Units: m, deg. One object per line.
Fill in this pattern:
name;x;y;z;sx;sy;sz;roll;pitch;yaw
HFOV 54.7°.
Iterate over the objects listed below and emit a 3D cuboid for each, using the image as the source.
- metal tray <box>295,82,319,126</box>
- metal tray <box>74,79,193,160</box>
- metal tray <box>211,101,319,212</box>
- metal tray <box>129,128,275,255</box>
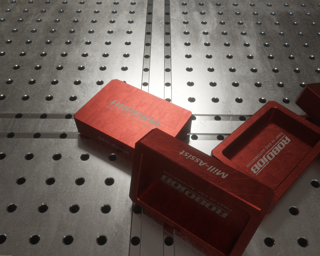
metal tray;0.254;-0.010;0.400;0.091;0.030;0.130;-10;49;-30
metal tray;-0.034;-0.008;0.411;0.130;0.030;0.090;25;54;19
metal tray;0.136;0.029;0.381;0.131;0.030;0.090;-36;59;-27
metal tray;0.033;0.067;0.306;0.130;0.089;0.030;28;42;21
